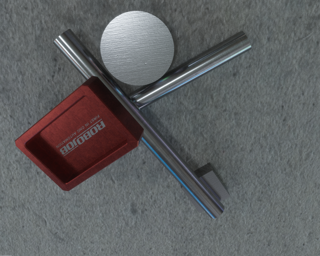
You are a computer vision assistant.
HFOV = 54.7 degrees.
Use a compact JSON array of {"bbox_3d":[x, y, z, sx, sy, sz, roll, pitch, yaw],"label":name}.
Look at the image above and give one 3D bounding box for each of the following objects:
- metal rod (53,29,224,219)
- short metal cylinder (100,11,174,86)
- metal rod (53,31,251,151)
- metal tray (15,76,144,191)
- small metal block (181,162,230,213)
[{"bbox_3d":[-0.016,0.006,0.387,0.025,0.025,0.300,-37,106,12],"label":"metal rod"},{"bbox_3d":[-0.025,-0.094,0.362,0.081,0.050,0.079,0,110,-1],"label":"short metal cylinder"},{"bbox_3d":[-0.027,-0.036,0.397,0.301,0.025,0.025,-28,108,9],"label":"metal rod"},{"bbox_3d":[-0.096,0.011,0.370,0.130,0.030,0.090,-33,107,23],"label":"metal tray"},{"bbox_3d":[0.064,0.085,0.443,0.050,0.025,0.050,-32,107,10],"label":"small metal block"}]
